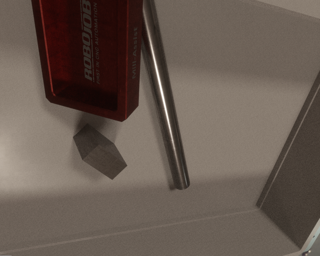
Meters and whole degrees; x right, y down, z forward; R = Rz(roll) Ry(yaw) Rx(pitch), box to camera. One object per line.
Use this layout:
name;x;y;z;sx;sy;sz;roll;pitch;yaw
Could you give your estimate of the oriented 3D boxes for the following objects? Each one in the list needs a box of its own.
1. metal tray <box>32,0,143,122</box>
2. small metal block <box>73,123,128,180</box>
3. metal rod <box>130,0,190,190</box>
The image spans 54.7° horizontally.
metal tray;-0.065;-0.076;0.282;0.090;0.030;0.129;15;126;14
small metal block;-0.072;0.028;0.372;0.025;0.050;0.050;-44;130;2
metal rod;0.006;-0.030;0.394;0.025;0.025;0.298;-24;128;-14
